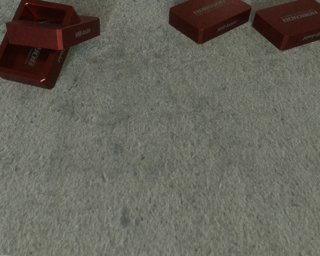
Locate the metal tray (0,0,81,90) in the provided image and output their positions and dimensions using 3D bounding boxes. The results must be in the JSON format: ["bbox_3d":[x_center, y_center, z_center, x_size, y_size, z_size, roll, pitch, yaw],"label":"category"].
[{"bbox_3d":[-0.188,-0.131,0.474,0.090,0.030,0.130,14,75,10],"label":"metal tray"}]

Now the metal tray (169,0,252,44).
[{"bbox_3d":[0.093,-0.211,0.579,0.131,0.030,0.090,-30,57,-24],"label":"metal tray"}]

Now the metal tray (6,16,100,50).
[{"bbox_3d":[-0.164,-0.158,0.496,0.090,0.030,0.130,10,28,12],"label":"metal tray"}]

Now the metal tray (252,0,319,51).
[{"bbox_3d":[0.249,-0.192,0.565,0.131,0.030,0.090,-19,53,-16],"label":"metal tray"}]
